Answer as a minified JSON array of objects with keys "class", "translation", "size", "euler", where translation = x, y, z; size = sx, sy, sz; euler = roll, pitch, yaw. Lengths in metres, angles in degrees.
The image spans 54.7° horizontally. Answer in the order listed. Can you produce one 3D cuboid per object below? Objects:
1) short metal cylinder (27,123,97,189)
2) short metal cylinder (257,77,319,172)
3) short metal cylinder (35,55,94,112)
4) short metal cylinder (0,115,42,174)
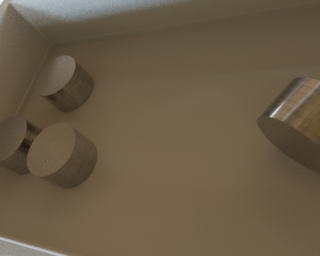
[{"class":"short metal cylinder","translation":[-0.136,0.039,0.435],"size":[0.080,0.050,0.080],"euler":[-13,56,20]},{"class":"short metal cylinder","translation":[0.142,-0.003,0.297],"size":[0.050,0.080,0.080],"euler":[-48,52,-5]},{"class":"short metal cylinder","translation":[-0.158,-0.073,0.515],"size":[0.080,0.050,0.080],"euler":[-13,56,20]},{"class":"short metal cylinder","translation":[-0.223,0.027,0.487],"size":[0.080,0.050,0.080],"euler":[-13,56,20]}]
